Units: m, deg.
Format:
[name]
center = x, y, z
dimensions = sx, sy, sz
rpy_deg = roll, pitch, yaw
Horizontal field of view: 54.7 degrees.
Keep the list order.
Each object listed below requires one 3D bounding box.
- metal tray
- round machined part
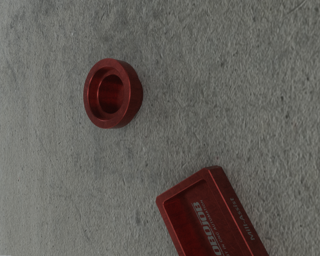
[metal tray]
center = 0.057, 0.120, 0.352
dimensions = 0.090, 0.030, 0.130
rpy_deg = -39, 67, 33
[round machined part]
center = -0.063, -0.048, 0.443
dimensions = 0.098, 0.042, 0.097
rpy_deg = 0, 90, 39
